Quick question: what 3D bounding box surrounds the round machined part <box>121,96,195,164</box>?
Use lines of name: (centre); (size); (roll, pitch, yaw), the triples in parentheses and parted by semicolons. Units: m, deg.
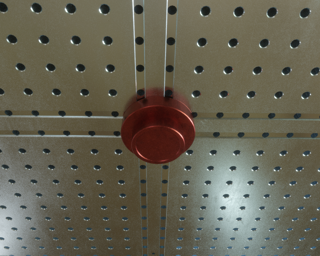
round machined part: (-0.003, 0.010, 0.408); (0.099, 0.042, 0.097); (-1, 130, 0)
